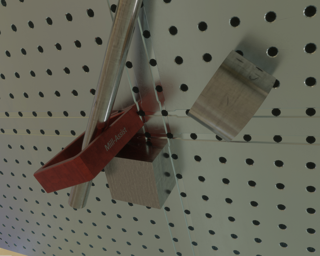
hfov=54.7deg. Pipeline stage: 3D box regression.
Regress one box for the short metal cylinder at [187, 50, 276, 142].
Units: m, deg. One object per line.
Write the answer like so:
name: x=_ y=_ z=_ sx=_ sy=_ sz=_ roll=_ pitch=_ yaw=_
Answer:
short metal cylinder: x=0.072 y=-0.032 z=0.317 sx=0.050 sy=0.080 sz=0.079 roll=35 pitch=129 yaw=5

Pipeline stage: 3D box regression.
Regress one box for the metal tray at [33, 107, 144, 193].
metal tray: x=-0.088 y=0.025 z=0.403 sx=0.090 sy=0.131 sz=0.030 roll=-20 pitch=108 yaw=35

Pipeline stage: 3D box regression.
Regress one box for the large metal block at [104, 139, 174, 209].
large metal block: x=-0.031 y=0.063 z=0.449 sx=0.080 sy=0.050 sz=0.079 roll=5 pitch=121 yaw=25

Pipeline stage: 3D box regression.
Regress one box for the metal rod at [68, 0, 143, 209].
metal rod: x=-0.070 y=-0.027 z=0.380 sx=0.025 sy=0.025 sz=0.298 roll=24 pitch=111 yaw=13
